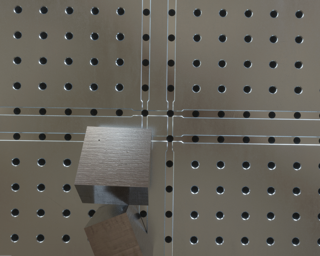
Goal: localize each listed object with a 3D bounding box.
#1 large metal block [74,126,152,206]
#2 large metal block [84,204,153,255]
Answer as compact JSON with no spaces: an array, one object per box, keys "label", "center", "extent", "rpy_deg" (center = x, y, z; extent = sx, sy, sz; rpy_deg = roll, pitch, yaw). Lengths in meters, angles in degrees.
[{"label":"large metal block","center":[-0.052,0.046,0.382],"extent":[0.080,0.050,0.080],"rpy_deg":[2,53,0]},{"label":"large metal block","center":[-0.047,0.139,0.385],"extent":[0.050,0.080,0.080],"rpy_deg":[-21,91,0]}]
